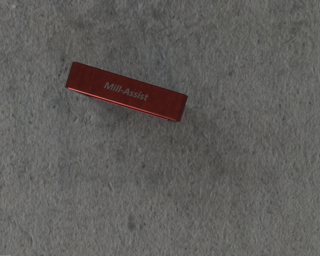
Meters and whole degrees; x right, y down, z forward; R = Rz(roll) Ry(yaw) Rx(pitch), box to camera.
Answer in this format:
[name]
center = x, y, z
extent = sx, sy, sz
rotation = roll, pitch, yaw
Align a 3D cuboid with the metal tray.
[metal tray]
center = -0.036, -0.040, 0.377
extent = 0.131, 0.090, 0.030
rotation = 17, 90, -1
